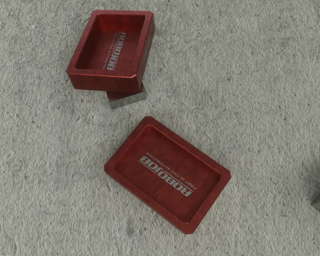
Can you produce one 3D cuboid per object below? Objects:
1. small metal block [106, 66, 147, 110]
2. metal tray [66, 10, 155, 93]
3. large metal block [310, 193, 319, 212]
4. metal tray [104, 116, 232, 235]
[{"bbox_3d":[-0.051,-0.059,0.430,0.050,0.025,0.050,-18,71,-7],"label":"small metal block"},{"bbox_3d":[-0.062,-0.109,0.423,0.090,0.030,0.130,5,56,9],"label":"metal tray"},{"bbox_3d":[0.245,0.086,0.365,0.080,0.050,0.080,42,75,13],"label":"large metal block"},{"bbox_3d":[0.009,0.057,0.384,0.130,0.030,0.090,35,74,12],"label":"metal tray"}]
